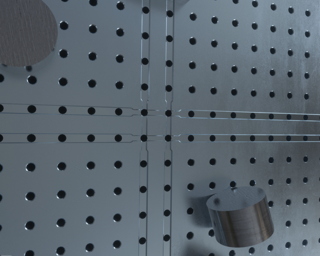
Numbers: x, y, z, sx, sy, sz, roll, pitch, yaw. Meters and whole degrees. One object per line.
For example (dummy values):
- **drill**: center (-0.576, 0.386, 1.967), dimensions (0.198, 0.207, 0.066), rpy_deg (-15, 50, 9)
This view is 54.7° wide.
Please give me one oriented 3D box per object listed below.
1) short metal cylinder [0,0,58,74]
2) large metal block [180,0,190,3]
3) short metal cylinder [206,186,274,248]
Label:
- **short metal cylinder**: center (-0.156, -0.103, 0.342), dimensions (0.081, 0.050, 0.080), rpy_deg (0, 90, -20)
- **large metal block**: center (0.015, -0.223, 0.404), dimensions (0.081, 0.050, 0.080), rpy_deg (10, 87, -20)
- **short metal cylinder**: center (0.109, 0.119, 0.424), dimensions (0.081, 0.080, 0.050), rpy_deg (-17, 96, -19)
